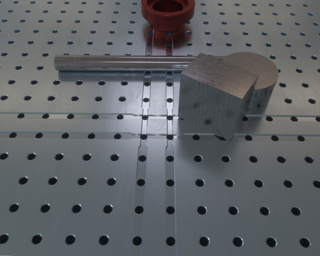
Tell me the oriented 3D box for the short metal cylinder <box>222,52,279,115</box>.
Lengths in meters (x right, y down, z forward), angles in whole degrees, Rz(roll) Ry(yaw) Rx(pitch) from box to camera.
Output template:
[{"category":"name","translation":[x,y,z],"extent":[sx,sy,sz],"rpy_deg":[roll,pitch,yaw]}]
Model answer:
[{"category":"short metal cylinder","translation":[0.123,-0.065,0.447],"extent":[0.081,0.050,0.080],"rpy_deg":[0,50,0]}]

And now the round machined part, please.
[{"category":"round machined part","translation":[0.015,-0.217,0.579],"extent":[0.099,0.042,0.098],"rpy_deg":[0,50,0]}]

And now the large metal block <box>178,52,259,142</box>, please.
[{"category":"large metal block","translation":[0.073,-0.040,0.406],"extent":[0.080,0.080,0.050],"rpy_deg":[27,55,20]}]

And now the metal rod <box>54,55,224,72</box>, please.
[{"category":"metal rod","translation":[-0.013,-0.103,0.493],"extent":[0.302,0.025,0.025],"rpy_deg":[0,50,0]}]
